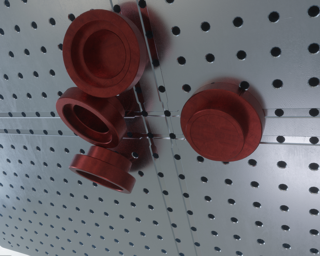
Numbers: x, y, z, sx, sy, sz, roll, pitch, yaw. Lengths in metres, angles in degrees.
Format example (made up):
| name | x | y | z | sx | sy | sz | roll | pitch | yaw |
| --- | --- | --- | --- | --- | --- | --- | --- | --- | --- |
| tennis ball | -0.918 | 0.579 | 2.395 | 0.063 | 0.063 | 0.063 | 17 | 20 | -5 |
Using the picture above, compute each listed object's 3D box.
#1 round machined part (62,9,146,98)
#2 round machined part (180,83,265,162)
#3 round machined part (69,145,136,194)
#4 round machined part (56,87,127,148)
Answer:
| name | x | y | z | sx | sy | sz | roll | pitch | yaw |
| --- | --- | --- | --- | --- | --- | --- | --- | --- | --- |
| round machined part | -0.062 | -0.087 | 0.368 | 0.098 | 0.042 | 0.097 | 5 | 105 | 18 |
| round machined part | 0.069 | 0.000 | 0.364 | 0.098 | 0.042 | 0.097 | 13 | 124 | 21 |
| round machined part | -0.081 | 0.059 | 0.461 | 0.098 | 0.042 | 0.098 | 19 | 160 | 8 |
| round machined part | -0.088 | -0.020 | 0.422 | 0.098 | 0.042 | 0.098 | 21 | 147 | 15 |
